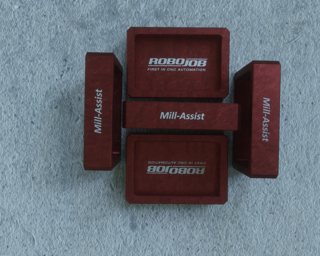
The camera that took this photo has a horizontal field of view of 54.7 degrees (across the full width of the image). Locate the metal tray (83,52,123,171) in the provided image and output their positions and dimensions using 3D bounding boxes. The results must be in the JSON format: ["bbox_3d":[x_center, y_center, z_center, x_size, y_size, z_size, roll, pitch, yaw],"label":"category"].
[{"bbox_3d":[-0.067,-0.019,0.378,0.030,0.090,0.129,1,91,0],"label":"metal tray"}]

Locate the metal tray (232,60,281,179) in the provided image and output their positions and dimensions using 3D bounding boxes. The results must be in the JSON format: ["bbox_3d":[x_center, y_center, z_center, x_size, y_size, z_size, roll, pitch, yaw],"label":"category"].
[{"bbox_3d":[0.115,-0.010,0.379,0.030,0.090,0.129,1,90,0],"label":"metal tray"}]

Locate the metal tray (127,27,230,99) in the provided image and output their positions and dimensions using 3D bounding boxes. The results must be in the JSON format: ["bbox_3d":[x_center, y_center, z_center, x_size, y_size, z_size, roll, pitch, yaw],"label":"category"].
[{"bbox_3d":[0.023,-0.084,0.409,0.131,0.030,0.089,0,93,0],"label":"metal tray"}]

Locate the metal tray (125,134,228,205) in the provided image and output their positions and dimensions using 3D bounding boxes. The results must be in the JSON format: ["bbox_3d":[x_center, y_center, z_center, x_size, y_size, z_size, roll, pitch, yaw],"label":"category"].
[{"bbox_3d":[0.022,0.053,0.410,0.131,0.030,0.089,1,89,0],"label":"metal tray"}]

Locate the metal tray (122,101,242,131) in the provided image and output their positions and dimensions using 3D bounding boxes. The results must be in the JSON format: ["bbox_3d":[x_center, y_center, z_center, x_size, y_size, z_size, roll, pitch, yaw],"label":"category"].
[{"bbox_3d":[0.024,-0.014,0.380,0.131,0.090,0.030,1,92,0],"label":"metal tray"}]
